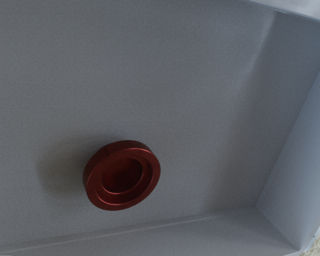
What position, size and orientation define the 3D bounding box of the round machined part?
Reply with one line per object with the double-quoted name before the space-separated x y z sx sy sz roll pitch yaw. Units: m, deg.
"round machined part" -0.052 0.057 0.406 0.099 0.042 0.097 -14 125 -21
